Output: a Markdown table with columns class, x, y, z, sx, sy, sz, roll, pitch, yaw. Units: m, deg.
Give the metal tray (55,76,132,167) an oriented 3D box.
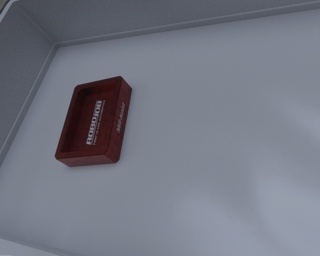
| class | x | y | z | sx | sy | sz | roll | pitch | yaw |
| --- | --- | --- | --- | --- | --- | --- | --- | --- | --- |
| metal tray | -0.096 | -0.011 | 0.460 | 0.090 | 0.030 | 0.130 | -7 | 58 | 24 |
